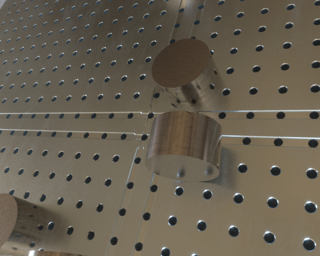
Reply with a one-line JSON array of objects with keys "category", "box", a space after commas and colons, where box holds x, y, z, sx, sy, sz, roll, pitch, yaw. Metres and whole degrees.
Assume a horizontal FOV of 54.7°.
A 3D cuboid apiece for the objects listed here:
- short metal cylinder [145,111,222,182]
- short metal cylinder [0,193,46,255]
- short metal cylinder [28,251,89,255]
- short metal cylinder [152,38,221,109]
[{"category": "short metal cylinder", "box": [0.027, 0.023, 0.345, 0.080, 0.080, 0.050, -4, 60, 26]}, {"category": "short metal cylinder", "box": [-0.204, 0.134, 0.417, 0.080, 0.050, 0.080, -13, 56, 21]}, {"category": "short metal cylinder", "box": [-0.105, 0.163, 0.328, 0.080, 0.080, 0.050, -8, 58, 24]}, {"category": "short metal cylinder", "box": [0.036, -0.073, 0.418, 0.080, 0.050, 0.080, -13, 56, 21]}]
